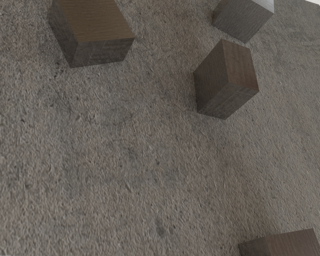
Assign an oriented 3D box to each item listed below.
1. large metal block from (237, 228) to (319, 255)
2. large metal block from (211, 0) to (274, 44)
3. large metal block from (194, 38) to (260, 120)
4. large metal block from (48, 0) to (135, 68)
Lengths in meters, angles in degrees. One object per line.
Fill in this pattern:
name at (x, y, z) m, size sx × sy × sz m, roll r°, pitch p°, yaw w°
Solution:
large metal block at (0.150, 0.169, 0.365) m, size 0.081 × 0.050 × 0.080 m, roll 2°, pitch 61°, yaw -27°
large metal block at (0.155, -0.220, 0.586) m, size 0.080 × 0.080 × 0.050 m, roll 23°, pitch 53°, yaw -14°
large metal block at (0.095, -0.070, 0.462) m, size 0.050 × 0.080 × 0.080 m, roll 12°, pitch 57°, yaw -22°
large metal block at (-0.093, -0.133, 0.418) m, size 0.081 × 0.050 × 0.080 m, roll -17°, pitch 71°, yaw -35°
